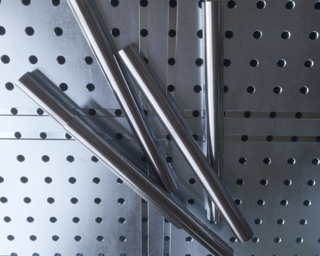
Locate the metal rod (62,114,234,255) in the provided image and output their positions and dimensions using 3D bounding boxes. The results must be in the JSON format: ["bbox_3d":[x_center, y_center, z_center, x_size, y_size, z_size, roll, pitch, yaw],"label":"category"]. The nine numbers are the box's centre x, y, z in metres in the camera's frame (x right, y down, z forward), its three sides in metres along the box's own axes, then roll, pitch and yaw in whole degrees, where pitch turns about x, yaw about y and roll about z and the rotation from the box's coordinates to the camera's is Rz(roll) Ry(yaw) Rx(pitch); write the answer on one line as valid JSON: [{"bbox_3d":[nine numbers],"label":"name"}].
[{"bbox_3d":[-0.006,0.090,0.423,0.025,0.025,0.300,-43,106,14],"label":"metal rod"}]

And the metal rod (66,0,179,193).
[{"bbox_3d":[-0.045,-0.042,0.397,0.025,0.025,0.299,-22,109,8],"label":"metal rod"}]

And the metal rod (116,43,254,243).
[{"bbox_3d":[0.038,0.027,0.404,0.025,0.025,0.299,-31,100,11],"label":"metal rod"}]

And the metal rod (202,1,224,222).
[{"bbox_3d":[0.072,-0.007,0.411,0.025,0.025,0.298,-4,110,1],"label":"metal rod"}]

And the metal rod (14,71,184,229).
[{"bbox_3d":[-0.070,0.039,0.427,0.025,0.025,0.300,-42,105,14],"label":"metal rod"}]
